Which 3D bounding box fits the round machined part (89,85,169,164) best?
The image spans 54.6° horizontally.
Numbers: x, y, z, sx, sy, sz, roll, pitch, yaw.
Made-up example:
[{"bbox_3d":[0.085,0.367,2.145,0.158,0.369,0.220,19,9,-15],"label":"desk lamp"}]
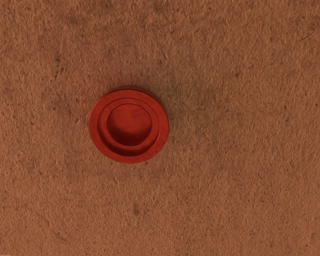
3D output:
[{"bbox_3d":[-0.038,-0.007,0.398,0.099,0.042,0.097,0,110,0],"label":"round machined part"}]
